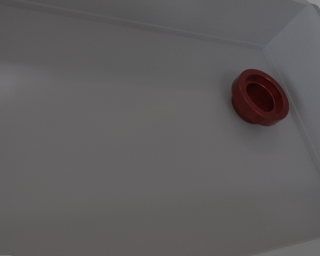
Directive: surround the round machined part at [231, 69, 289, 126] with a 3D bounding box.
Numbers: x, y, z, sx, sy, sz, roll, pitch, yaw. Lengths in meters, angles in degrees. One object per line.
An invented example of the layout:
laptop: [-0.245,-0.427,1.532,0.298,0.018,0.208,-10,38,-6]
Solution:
round machined part: [0.157,-0.045,0.507,0.099,0.042,0.098,14,56,-21]
